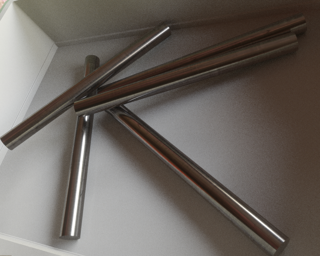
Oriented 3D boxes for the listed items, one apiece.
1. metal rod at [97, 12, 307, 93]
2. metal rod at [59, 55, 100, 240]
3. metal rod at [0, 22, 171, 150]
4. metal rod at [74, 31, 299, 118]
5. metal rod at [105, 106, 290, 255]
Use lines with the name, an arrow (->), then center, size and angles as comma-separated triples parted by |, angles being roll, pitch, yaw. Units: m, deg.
metal rod -> 0.045, -0.093, 0.438 | 0.301, 0.025, 0.025 | -17, 55, 18
metal rod -> -0.114, 0.008, 0.460 | 0.025, 0.025, 0.299 | -15, 56, 20
metal rod -> -0.107, -0.069, 0.475 | 0.301, 0.025, 0.025 | -38, 50, -9
metal rod -> 0.025, -0.067, 0.414 | 0.301, 0.025, 0.025 | -16, 55, 11
metal rod -> 0.017, 0.037, 0.373 | 0.025, 0.025, 0.300 | -48, 51, -5
